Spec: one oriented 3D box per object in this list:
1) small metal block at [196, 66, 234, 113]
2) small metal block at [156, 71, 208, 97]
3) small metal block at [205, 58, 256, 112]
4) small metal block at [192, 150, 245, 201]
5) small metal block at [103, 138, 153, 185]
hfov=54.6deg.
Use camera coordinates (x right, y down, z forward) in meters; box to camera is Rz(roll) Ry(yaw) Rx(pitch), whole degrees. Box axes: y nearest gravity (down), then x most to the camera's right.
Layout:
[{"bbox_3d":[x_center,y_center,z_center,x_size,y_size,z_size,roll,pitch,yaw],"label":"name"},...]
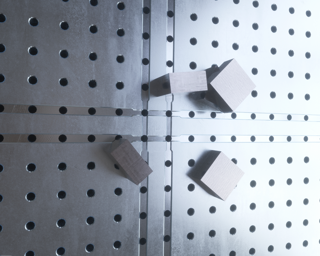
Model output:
[{"bbox_3d":[0.086,-0.054,0.444,0.050,0.025,0.050,22,83,-19],"label":"small metal block"},{"bbox_3d":[0.027,-0.058,0.409,0.050,0.050,0.025,-7,93,-20],"label":"small metal block"},{"bbox_3d":[0.093,-0.057,0.420,0.050,0.025,0.050,-46,104,-14],"label":"small metal block"},{"bbox_3d":[0.084,0.067,0.443,0.050,0.025,0.050,42,77,-15],"label":"small metal block"},{"bbox_3d":[-0.041,0.040,0.384,0.025,0.050,0.050,-41,103,-15],"label":"small metal block"}]
